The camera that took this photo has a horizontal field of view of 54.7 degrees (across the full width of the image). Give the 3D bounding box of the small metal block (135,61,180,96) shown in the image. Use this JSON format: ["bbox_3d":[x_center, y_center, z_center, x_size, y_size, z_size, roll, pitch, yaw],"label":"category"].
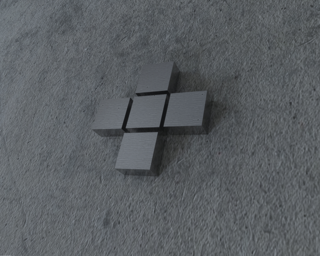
[{"bbox_3d":[-0.002,-0.066,0.446,0.050,0.025,0.050,-2,61,27],"label":"small metal block"}]

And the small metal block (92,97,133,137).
[{"bbox_3d":[-0.064,-0.015,0.446,0.050,0.025,0.050,-2,61,27],"label":"small metal block"}]

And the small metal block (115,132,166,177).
[{"bbox_3d":[-0.024,0.034,0.396,0.050,0.025,0.050,-2,61,27],"label":"small metal block"}]

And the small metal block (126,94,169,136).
[{"bbox_3d":[-0.013,-0.017,0.421,0.050,0.025,0.050,-2,61,27],"label":"small metal block"}]

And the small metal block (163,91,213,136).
[{"bbox_3d":[0.037,-0.018,0.396,0.050,0.025,0.050,-2,61,27],"label":"small metal block"}]
